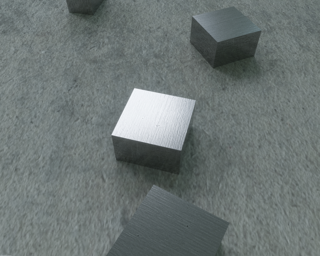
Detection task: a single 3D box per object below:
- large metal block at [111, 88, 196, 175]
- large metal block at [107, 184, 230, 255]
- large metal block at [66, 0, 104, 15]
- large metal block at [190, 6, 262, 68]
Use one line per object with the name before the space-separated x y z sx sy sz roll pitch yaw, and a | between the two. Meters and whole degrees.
large metal block | -0.005 0.003 0.385 0.080 0.050 0.080 12 51 10
large metal block | 0.009 0.114 0.292 0.080 0.050 0.080 24 54 18
large metal block | -0.145 -0.278 0.599 0.050 0.080 0.080 10 51 8
large metal block | 0.106 -0.153 0.517 0.081 0.050 0.080 -19 53 -16
